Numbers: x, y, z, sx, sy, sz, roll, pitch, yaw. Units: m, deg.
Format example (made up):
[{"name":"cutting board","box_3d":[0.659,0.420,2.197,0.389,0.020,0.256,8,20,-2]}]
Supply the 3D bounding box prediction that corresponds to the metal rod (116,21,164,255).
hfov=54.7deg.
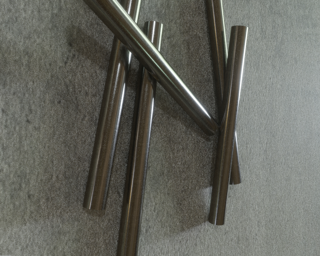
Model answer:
[{"name":"metal rod","box_3d":[-0.024,0.015,0.386,0.025,0.025,0.298,11,83,-40]}]

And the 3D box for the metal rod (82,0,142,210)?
[{"name":"metal rod","box_3d":[-0.050,-0.057,0.363,0.025,0.025,0.298,15,80,-39]}]

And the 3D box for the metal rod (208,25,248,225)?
[{"name":"metal rod","box_3d":[0.103,-0.001,0.471,0.025,0.025,0.298,2,96,-40]}]

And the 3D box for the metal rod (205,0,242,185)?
[{"name":"metal rod","box_3d":[0.102,-0.057,0.492,0.025,0.025,0.298,-13,99,-40]}]

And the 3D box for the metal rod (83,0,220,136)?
[{"name":"metal rod","box_3d":[0.000,-0.071,0.370,0.300,0.025,0.025,42,64,-44]}]
